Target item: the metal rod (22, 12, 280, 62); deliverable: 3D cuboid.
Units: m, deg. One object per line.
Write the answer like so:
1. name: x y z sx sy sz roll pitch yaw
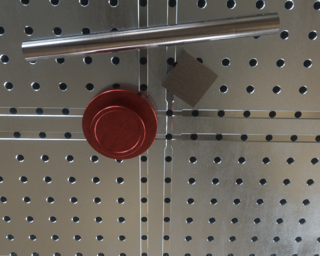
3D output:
1. metal rod: -0.012 -0.109 0.373 0.302 0.025 0.025 -6 110 2

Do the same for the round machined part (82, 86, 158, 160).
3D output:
1. round machined part: -0.052 -0.002 0.403 0.099 0.042 0.097 0 110 0

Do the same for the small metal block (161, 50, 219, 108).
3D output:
1. small metal block: 0.036 -0.062 0.391 0.050 0.025 0.050 34 106 -12
